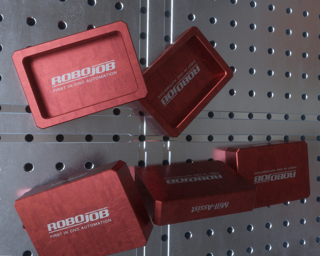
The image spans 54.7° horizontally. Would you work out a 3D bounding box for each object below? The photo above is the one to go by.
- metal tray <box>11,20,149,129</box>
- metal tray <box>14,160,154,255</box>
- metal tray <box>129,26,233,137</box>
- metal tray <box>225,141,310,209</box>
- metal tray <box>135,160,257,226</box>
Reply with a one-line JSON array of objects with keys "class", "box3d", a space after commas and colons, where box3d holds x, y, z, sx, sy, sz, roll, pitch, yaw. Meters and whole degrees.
[{"class": "metal tray", "box3d": [-0.088, -0.060, 0.358, 0.131, 0.030, 0.089, -18, 97, -3]}, {"class": "metal tray", "box3d": [-0.084, 0.098, 0.344, 0.130, 0.030, 0.090, -20, 99, 15]}, {"class": "metal tray", "box3d": [0.028, -0.062, 0.421, 0.130, 0.030, 0.090, -47, 105, -14]}, {"class": "metal tray", "box3d": [0.167, 0.069, 0.474, 0.131, 0.030, 0.089, -5, 92, -20]}, {"class": "metal tray", "box3d": [0.042, 0.077, 0.392, 0.131, 0.090, 0.030, -3, 108, -21]}]
